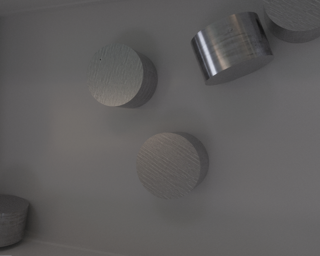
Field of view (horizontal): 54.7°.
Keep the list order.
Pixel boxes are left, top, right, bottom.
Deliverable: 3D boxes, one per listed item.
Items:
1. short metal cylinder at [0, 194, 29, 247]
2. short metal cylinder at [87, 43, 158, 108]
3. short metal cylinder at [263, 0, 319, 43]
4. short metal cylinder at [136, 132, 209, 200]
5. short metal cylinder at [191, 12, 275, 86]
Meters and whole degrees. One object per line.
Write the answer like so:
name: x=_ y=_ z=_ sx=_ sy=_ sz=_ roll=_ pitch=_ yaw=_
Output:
short metal cylinder: x=-0.245 y=0.138 z=0.468 sx=0.080 sy=0.080 sz=0.050 roll=11 pitch=94 yaw=19
short metal cylinder: x=-0.050 y=-0.067 z=0.415 sx=0.080 sy=0.050 sz=0.080 roll=0 pitch=90 yaw=20
short metal cylinder: x=0.156 y=-0.140 z=0.342 sx=0.080 sy=0.050 sz=0.080 roll=0 pitch=90 yaw=20
short metal cylinder: x=0.017 y=0.045 z=0.391 sx=0.080 sy=0.050 sz=0.080 roll=0 pitch=90 yaw=20
short metal cylinder: x=0.081 y=-0.087 z=0.352 sx=0.080 sy=0.080 sz=0.050 roll=-21 pitch=83 yaw=19
